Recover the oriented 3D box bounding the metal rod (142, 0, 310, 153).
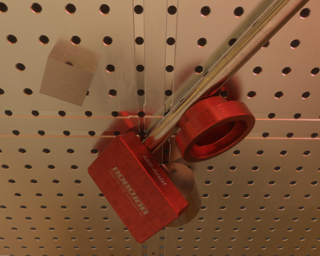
[{"bbox_3d":[0.073,-0.067,0.355,0.025,0.025,0.299,29,124,-23],"label":"metal rod"}]

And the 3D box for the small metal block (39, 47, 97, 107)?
[{"bbox_3d":[-0.107,-0.059,0.360,0.050,0.025,0.050,19,128,-16],"label":"small metal block"}]

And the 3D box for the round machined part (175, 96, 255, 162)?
[{"bbox_3d":[0.063,-0.002,0.383,0.099,0.042,0.098,-21,151,-12],"label":"round machined part"}]

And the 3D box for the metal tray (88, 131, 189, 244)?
[{"bbox_3d":[-0.034,0.081,0.424,0.130,0.030,0.090,52,123,11],"label":"metal tray"}]

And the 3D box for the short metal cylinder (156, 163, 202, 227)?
[{"bbox_3d":[0.017,0.098,0.459,0.080,0.080,0.050,-13,129,10],"label":"short metal cylinder"}]
